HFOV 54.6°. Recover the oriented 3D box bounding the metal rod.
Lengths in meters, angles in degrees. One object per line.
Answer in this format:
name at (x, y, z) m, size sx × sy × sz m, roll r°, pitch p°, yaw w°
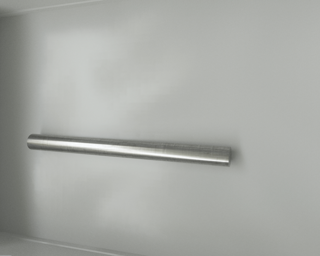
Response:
metal rod at (-0.056, 0.028, 0.430) m, size 0.301 × 0.025 × 0.025 m, roll 3°, pitch 91°, yaw 20°
